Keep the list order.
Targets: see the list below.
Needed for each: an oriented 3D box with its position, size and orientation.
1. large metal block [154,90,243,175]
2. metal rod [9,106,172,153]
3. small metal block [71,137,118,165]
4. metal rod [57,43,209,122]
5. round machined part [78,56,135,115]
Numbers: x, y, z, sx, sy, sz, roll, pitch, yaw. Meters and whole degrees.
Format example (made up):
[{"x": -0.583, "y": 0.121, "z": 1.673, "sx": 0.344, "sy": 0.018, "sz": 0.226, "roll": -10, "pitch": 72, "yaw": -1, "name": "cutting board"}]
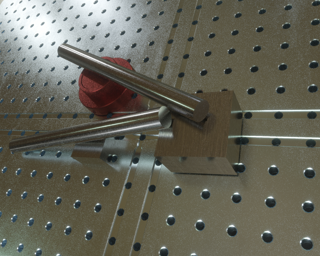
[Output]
[{"x": 0.047, "y": 0.006, "z": 0.359, "sx": 0.080, "sy": 0.050, "sz": 0.080, "roll": -2, "pitch": 61, "yaw": 27, "name": "large metal block"}, {"x": -0.116, "y": 0.009, "z": 0.426, "sx": 0.300, "sy": 0.025, "sz": 0.025, "roll": -10, "pitch": 57, "yaw": 35, "name": "metal rod"}, {"x": -0.092, "y": 0.024, "z": 0.440, "sx": 0.050, "sy": 0.025, "sz": 0.050, "roll": 0, "pitch": 62, "yaw": 27, "name": "small metal block"}, {"x": -0.058, "y": -0.073, "z": 0.420, "sx": 0.300, "sy": 0.025, "sz": 0.025, "roll": 29, "pitch": 77, "yaw": 40, "name": "metal rod"}, {"x": -0.087, "y": -0.073, "z": 0.485, "sx": 0.098, "sy": 0.042, "sz": 0.098, "roll": -13, "pitch": 56, "yaw": 20, "name": "round machined part"}]
